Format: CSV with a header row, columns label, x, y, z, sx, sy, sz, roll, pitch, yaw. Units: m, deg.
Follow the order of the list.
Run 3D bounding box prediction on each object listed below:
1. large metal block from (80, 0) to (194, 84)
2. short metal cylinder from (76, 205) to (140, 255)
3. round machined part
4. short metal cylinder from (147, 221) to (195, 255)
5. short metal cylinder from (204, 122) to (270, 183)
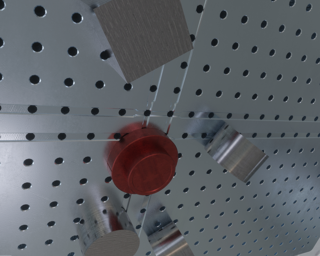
label,x,y,z,sx,sy,sz,roll,pitch,yaw
large metal block,-0.021,-0.106,0.318,0.080,0.050,0.080,-30,129,-9
short metal cylinder,-0.076,0.161,0.453,0.081,0.050,0.079,-14,124,-21
round machined part,-0.018,0.053,0.423,0.099,0.042,0.097,-14,124,-21
short metal cylinder,0.021,0.203,0.513,0.050,0.080,0.080,-30,129,-9
short metal cylinder,0.113,0.036,0.459,0.080,0.080,0.050,32,101,-38
